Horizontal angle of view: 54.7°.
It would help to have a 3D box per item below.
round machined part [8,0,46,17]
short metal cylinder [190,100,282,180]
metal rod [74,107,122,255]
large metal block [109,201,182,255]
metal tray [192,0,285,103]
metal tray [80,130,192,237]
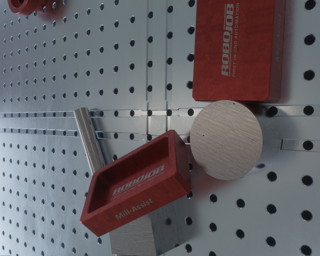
[{"bbox_3d":[-0.258,-0.270,0.611,0.098,0.042,0.097,0,90,40],"label":"round machined part"},{"bbox_3d":[0.079,0.012,0.328,0.080,0.050,0.079,0,90,40],"label":"short metal cylinder"},{"bbox_3d":[-0.081,0.106,0.476,0.025,0.025,0.299,-32,70,35],"label":"metal rod"},{"bbox_3d":[-0.024,0.121,0.413,0.080,0.050,0.080,-16,80,39],"label":"large metal block"},{"bbox_3d":[0.083,-0.093,0.337,0.090,0.030,0.129,4,93,39],"label":"metal tray"},{"bbox_3d":[-0.028,0.064,0.370,0.130,0.030,0.090,-30,27,16],"label":"metal tray"}]
